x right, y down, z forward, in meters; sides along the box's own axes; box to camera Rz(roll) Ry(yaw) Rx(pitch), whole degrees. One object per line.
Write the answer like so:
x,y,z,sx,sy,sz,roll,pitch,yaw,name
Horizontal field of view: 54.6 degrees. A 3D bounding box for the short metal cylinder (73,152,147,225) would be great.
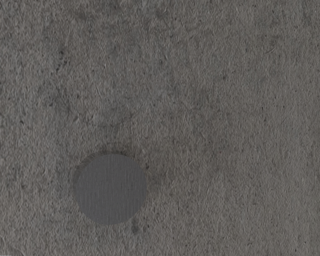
-0.062,0.069,0.373,0.081,0.050,0.080,0,90,-20,short metal cylinder
